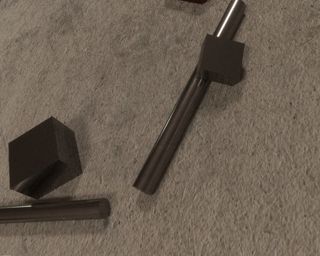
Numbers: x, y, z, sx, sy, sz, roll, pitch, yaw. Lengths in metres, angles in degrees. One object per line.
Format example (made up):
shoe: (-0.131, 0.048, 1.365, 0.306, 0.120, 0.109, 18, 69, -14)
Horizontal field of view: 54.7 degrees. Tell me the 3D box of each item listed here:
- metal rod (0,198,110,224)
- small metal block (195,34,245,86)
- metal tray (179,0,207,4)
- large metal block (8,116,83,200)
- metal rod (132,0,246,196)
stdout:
metal rod: (-0.205, 0.121, 0.434, 0.301, 0.025, 0.025, -9, 58, 22)
small metal block: (0.077, -0.086, 0.397, 0.050, 0.025, 0.050, 14, 74, -3)
metal tray: (0.072, -0.275, 0.531, 0.090, 0.030, 0.130, 29, 77, 37)
large metal block: (-0.166, 0.043, 0.446, 0.080, 0.050, 0.080, -30, 52, 8)
metal rod: (0.046, -0.052, 0.410, 0.025, 0.025, 0.300, 17, 70, 34)
